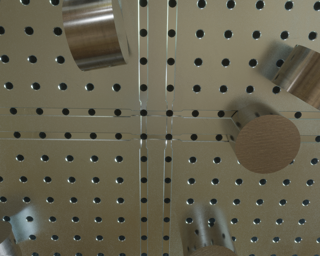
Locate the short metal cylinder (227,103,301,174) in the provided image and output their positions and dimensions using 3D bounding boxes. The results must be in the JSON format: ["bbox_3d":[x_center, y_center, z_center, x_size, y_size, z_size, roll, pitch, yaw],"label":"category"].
[{"bbox_3d":[0.133,0.013,0.406,0.081,0.050,0.079,0,110,0],"label":"short metal cylinder"}]

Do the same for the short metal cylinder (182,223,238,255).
[{"bbox_3d":[0.076,0.193,0.472,0.081,0.050,0.079,0,110,0],"label":"short metal cylinder"}]

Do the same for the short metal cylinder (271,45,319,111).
[{"bbox_3d":[0.181,-0.056,0.365,0.080,0.080,0.050,27,108,-10],"label":"short metal cylinder"}]

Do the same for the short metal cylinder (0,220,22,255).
[{"bbox_3d":[-0.250,0.180,0.448,0.080,0.080,0.050,-8,110,3],"label":"short metal cylinder"}]

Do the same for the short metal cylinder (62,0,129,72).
[{"bbox_3d":[-0.068,-0.107,0.344,0.050,0.080,0.079,-9,110,3],"label":"short metal cylinder"}]
